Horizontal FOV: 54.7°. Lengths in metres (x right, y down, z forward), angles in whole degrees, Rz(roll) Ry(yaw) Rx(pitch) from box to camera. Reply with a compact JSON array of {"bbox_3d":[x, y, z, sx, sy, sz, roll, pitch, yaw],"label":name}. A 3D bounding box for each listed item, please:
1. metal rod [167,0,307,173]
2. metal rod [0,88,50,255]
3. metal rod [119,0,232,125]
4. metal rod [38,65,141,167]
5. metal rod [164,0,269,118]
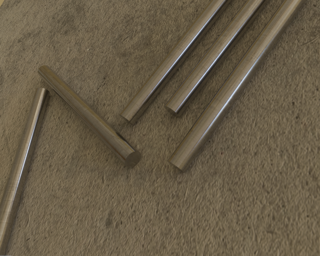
[{"bbox_3d":[0.107,-0.072,0.391,0.025,0.025,0.300,29,77,37],"label":"metal rod"},{"bbox_3d":[-0.216,0.065,0.478,0.025,0.025,0.299,-11,57,22],"label":"metal rod"},{"bbox_3d":[0.043,-0.129,0.460,0.025,0.025,0.300,30,78,37],"label":"metal rod"},{"bbox_3d":[-0.126,-0.033,0.490,0.025,0.025,0.300,-47,51,-5],"label":"metal rod"},{"bbox_3d":[0.106,-0.138,0.433,0.025,0.025,0.300,31,78,38],"label":"metal rod"}]
